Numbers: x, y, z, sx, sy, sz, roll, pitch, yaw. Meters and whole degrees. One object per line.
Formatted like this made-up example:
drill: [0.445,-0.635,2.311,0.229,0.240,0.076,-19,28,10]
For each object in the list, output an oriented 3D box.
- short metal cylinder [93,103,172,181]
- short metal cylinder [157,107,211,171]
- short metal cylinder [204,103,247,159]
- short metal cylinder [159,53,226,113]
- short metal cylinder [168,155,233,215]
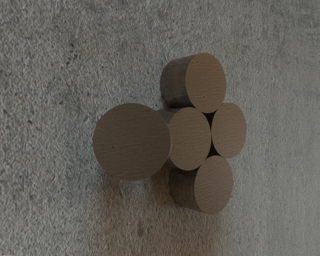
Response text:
short metal cylinder: [-0.027,0.015,0.340,0.080,0.050,0.080,0,89,4]
short metal cylinder: [0.022,0.013,0.408,0.081,0.050,0.080,0,90,-40]
short metal cylinder: [0.084,0.004,0.460,0.081,0.050,0.080,0,90,-40]
short metal cylinder: [0.046,-0.060,0.428,0.081,0.050,0.080,0,90,-40]
short metal cylinder: [0.058,0.077,0.439,0.081,0.050,0.080,0,90,-40]
